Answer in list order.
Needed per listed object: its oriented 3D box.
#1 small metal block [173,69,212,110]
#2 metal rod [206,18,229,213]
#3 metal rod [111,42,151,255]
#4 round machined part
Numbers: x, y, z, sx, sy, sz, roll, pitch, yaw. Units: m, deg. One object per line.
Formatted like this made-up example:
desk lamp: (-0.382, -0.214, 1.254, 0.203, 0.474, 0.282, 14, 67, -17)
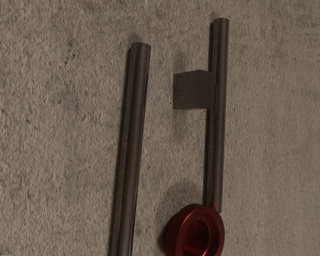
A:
small metal block: (0.044, -0.051, 0.428, 0.025, 0.050, 0.050, 1, 89, -40)
metal rod: (0.089, -0.020, 0.482, 0.025, 0.025, 0.298, 4, 87, -40)
metal rod: (-0.037, 0.046, 0.375, 0.025, 0.025, 0.298, 8, 85, -40)
round machined part: (0.043, 0.154, 0.433, 0.099, 0.042, 0.097, 0, 90, -40)
